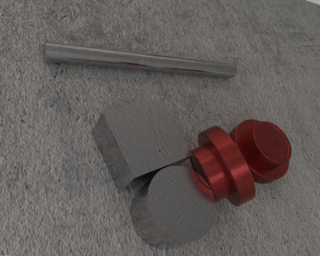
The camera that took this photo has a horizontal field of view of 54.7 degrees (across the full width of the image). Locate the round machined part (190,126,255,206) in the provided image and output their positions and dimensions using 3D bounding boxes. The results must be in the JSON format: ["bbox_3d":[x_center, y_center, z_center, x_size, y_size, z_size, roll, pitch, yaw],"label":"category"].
[{"bbox_3d":[0.068,0.050,0.372,0.042,0.098,0.098,-25,73,-7],"label":"round machined part"}]

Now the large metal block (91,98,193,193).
[{"bbox_3d":[-0.022,0.019,0.364,0.081,0.050,0.080,-17,71,-35],"label":"large metal block"}]

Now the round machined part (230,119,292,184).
[{"bbox_3d":[0.153,0.029,0.457,0.099,0.042,0.098,14,56,-21],"label":"round machined part"}]

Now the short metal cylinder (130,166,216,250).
[{"bbox_3d":[0.014,0.088,0.341,0.081,0.050,0.080,14,56,-21],"label":"short metal cylinder"}]

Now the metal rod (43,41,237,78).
[{"bbox_3d":[-0.010,-0.096,0.456,0.303,0.025,0.025,-1,62,-29],"label":"metal rod"}]
